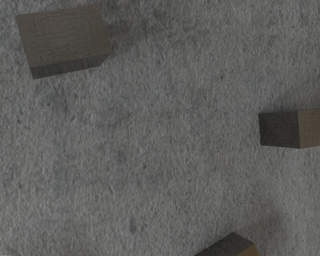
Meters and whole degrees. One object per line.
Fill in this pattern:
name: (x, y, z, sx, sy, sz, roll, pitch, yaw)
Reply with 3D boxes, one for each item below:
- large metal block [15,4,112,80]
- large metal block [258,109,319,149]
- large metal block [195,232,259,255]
large metal block: (-0.106, -0.092, 0.341, 0.081, 0.080, 0.050, -16, 96, -20)
large metal block: (0.206, -0.001, 0.458, 0.081, 0.080, 0.050, -6, 92, -20)
large metal block: (0.099, 0.208, 0.434, 0.081, 0.050, 0.080, -24, 98, -19)
